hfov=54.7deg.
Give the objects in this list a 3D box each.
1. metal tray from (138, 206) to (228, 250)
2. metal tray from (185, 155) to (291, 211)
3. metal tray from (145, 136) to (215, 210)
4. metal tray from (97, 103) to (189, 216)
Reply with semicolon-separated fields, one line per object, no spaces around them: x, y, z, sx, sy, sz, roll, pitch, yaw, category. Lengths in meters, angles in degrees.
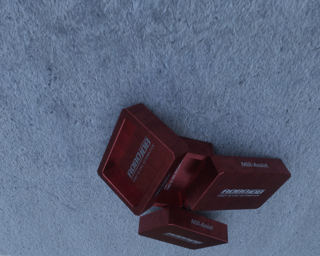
0.040;0.174;0.529;0.131;0.030;0.090;26;140;-29;metal tray
0.113;0.082;0.451;0.131;0.030;0.089;6;132;-27;metal tray
0.017;0.069;0.462;0.091;0.030;0.129;13;129;-11;metal tray
-0.028;0.044;0.406;0.090;0.030;0.129;43;129;19;metal tray
